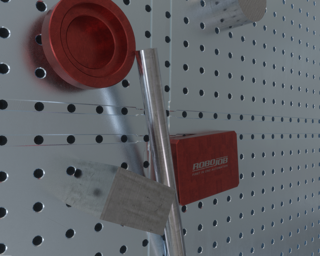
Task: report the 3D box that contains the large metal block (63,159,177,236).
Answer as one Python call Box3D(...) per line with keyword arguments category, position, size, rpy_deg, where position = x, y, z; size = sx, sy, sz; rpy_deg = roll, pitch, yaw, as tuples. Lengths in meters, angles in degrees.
Box3D(category="large metal block", position=(-0.044, 0.074, 0.337), size=(0.080, 0.080, 0.050), rpy_deg=(29, 72, -36))

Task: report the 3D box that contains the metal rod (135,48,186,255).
Box3D(category="metal rod", position=(0.005, 0.053, 0.389), size=(0.025, 0.025, 0.298), rpy_deg=(-22, 112, -38))

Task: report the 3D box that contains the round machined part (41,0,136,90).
Box3D(category="round machined part", position=(-0.078, -0.090, 0.332), size=(0.099, 0.042, 0.097), rpy_deg=(0, 90, -40))

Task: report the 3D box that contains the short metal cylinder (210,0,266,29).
Box3D(category="short metal cylinder", position=(0.127, -0.205, 0.499), size=(0.081, 0.050, 0.079), rpy_deg=(0, 90, -40))

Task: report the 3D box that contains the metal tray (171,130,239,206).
Box3D(category="metal tray", position=(0.065, 0.054, 0.460), size=(0.131, 0.030, 0.089), rpy_deg=(-7, 94, -40))
